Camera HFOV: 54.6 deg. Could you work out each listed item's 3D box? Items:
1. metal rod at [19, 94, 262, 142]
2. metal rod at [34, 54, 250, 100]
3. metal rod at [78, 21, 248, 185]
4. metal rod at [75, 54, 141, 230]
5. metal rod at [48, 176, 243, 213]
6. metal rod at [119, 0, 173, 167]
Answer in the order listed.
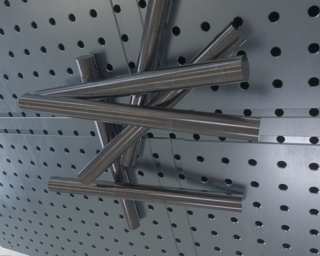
[{"bbox_3d":[-0.039,-0.016,0.364,0.301,0.025,0.025,7,122,20],"label":"metal rod"},{"bbox_3d":[-0.047,-0.049,0.367,0.300,0.025,0.025,-3,117,33],"label":"metal rod"},{"bbox_3d":[-0.016,-0.012,0.386,0.025,0.025,0.299,46,121,-4],"label":"metal rod"},{"bbox_3d":[-0.072,0.038,0.473,0.025,0.025,0.298,3,120,27],"label":"metal rod"},{"bbox_3d":[-0.032,0.096,0.462,0.301,0.025,0.025,2,120,18],"label":"metal rod"},{"bbox_3d":[-0.018,-0.066,0.379,0.025,0.025,0.298,25,127,13],"label":"metal rod"}]
